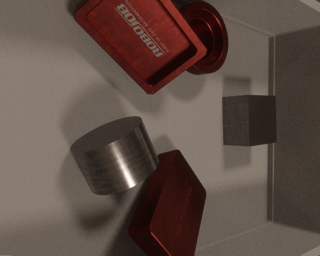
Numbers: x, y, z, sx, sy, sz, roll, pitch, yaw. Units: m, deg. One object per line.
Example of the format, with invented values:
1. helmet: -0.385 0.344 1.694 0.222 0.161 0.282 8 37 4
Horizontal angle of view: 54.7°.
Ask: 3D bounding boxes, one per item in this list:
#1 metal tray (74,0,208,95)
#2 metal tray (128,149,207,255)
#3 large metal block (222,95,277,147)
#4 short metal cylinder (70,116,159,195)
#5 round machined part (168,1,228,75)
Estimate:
1. metal tray: -0.019 -0.110 0.353 0.130 0.090 0.030 44 19 -32
2. metal tray: 0.016 0.101 0.386 0.090 0.030 0.130 57 33 -25
3. large metal block: 0.151 -0.013 0.520 0.081 0.050 0.079 -4 93 -40
4. short metal cylinder: -0.048 0.027 0.333 0.081 0.080 0.050 -35 112 -35
5. round machined part: 0.050 -0.124 0.439 0.099 0.042 0.097 0 90 -40
